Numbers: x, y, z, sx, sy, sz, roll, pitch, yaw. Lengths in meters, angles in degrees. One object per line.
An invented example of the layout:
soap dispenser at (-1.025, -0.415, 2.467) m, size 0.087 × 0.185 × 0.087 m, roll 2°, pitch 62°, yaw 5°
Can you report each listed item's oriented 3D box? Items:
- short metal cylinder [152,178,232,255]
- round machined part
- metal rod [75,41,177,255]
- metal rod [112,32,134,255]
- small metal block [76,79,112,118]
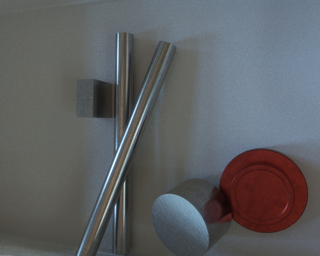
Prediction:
short metal cylinder at (0.037, 0.106, 0.368) m, size 0.080 × 0.050 × 0.079 m, roll 14°, pitch 112°, yaw 38°
round machined part at (0.118, 0.074, 0.360) m, size 0.098 × 0.042 × 0.097 m, roll 0°, pitch 90°, yaw 19°
metal rod at (-0.044, 0.030, 0.401) m, size 0.025 × 0.025 × 0.299 m, roll 21°, pitch 88°, yaw 18°
metal rod at (-0.051, 0.021, 0.427) m, size 0.025 × 0.025 × 0.298 m, roll 1°, pitch 90°, yaw 19°
small metal block at (-0.090, -0.039, 0.428) m, size 0.025 × 0.050 × 0.050 m, roll 1°, pitch 90°, yaw 20°
